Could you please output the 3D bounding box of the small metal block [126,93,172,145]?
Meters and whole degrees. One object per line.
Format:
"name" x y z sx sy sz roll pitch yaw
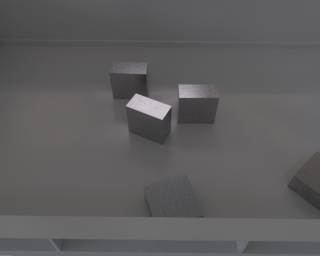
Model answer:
"small metal block" -0.014 -0.011 0.398 0.050 0.050 0.025 21 53 17

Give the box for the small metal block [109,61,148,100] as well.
"small metal block" -0.043 -0.067 0.445 0.050 0.050 0.025 2 50 2

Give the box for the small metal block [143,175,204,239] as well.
"small metal block" 0.014 0.084 0.334 0.050 0.025 0.050 -14 51 -11

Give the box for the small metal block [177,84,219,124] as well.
"small metal block" 0.049 -0.031 0.415 0.050 0.050 0.025 0 50 0

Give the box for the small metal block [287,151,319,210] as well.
"small metal block" 0.185 0.062 0.354 0.050 0.025 0.050 -35 58 -26
